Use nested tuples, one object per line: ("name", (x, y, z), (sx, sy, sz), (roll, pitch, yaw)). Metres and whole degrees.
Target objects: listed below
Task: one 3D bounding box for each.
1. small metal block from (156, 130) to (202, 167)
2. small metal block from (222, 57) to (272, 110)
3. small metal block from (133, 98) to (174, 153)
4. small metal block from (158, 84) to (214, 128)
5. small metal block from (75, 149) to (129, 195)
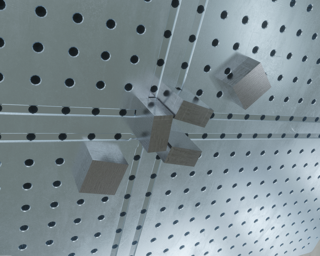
("small metal block", (0.020, 0.026, 0.421), (0.050, 0.050, 0.025), (11, 113, -33))
("small metal block", (0.123, -0.063, 0.439), (0.050, 0.025, 0.050), (-41, 129, 0))
("small metal block", (-0.010, -0.005, 0.386), (0.025, 0.050, 0.050), (-4, 120, -27))
("small metal block", (0.031, -0.028, 0.394), (0.050, 0.050, 0.025), (15, 111, -34))
("small metal block", (-0.076, 0.059, 0.405), (0.050, 0.025, 0.050), (13, 112, -34))
